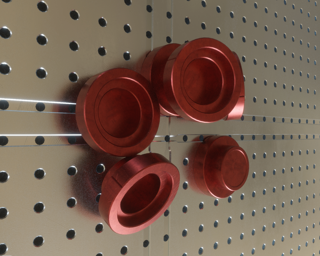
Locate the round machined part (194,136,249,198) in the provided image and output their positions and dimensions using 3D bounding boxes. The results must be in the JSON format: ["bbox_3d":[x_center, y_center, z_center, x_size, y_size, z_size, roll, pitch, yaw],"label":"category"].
[{"bbox_3d":[0.101,0.060,0.482,0.099,0.042,0.097,0,90,-40],"label":"round machined part"}]

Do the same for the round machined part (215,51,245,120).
[{"bbox_3d":[0.088,-0.059,0.447,0.042,0.098,0.097,-6,96,1],"label":"round machined part"}]

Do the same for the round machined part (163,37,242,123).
[{"bbox_3d":[0.047,-0.056,0.375,0.099,0.042,0.097,-2,94,-27],"label":"round machined part"}]

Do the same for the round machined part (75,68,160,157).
[{"bbox_3d":[-0.051,-0.017,0.354,0.099,0.042,0.097,1,88,-40],"label":"round machined part"}]

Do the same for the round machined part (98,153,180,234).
[{"bbox_3d":[-0.028,0.070,0.357,0.099,0.042,0.097,-25,133,-30],"label":"round machined part"}]

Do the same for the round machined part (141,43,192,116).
[{"bbox_3d":[0.026,-0.065,0.418,0.099,0.042,0.097,0,91,-40],"label":"round machined part"}]
